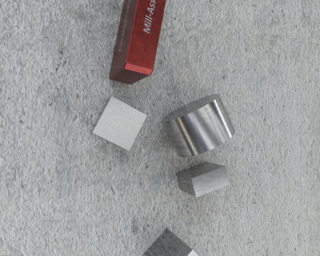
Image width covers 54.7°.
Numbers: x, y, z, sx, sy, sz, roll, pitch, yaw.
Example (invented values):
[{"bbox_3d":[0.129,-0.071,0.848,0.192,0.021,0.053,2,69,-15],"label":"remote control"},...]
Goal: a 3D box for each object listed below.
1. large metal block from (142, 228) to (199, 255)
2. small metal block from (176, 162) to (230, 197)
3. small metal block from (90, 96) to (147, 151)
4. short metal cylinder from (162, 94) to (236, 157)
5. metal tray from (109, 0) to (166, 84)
[{"bbox_3d":[0.032,0.184,0.392,0.050,0.080,0.080,-45,104,-14],"label":"large metal block"},{"bbox_3d":[0.056,0.068,0.417,0.050,0.050,0.025,-17,96,-19],"label":"small metal block"},{"bbox_3d":[-0.052,-0.005,0.390,0.050,0.025,0.050,29,81,-18],"label":"small metal block"},{"bbox_3d":[0.049,-0.004,0.398,0.080,0.080,0.050,-29,100,-18],"label":"short metal cylinder"},{"bbox_3d":[-0.025,-0.122,0.364,0.030,0.090,0.129,12,86,-20],"label":"metal tray"}]
